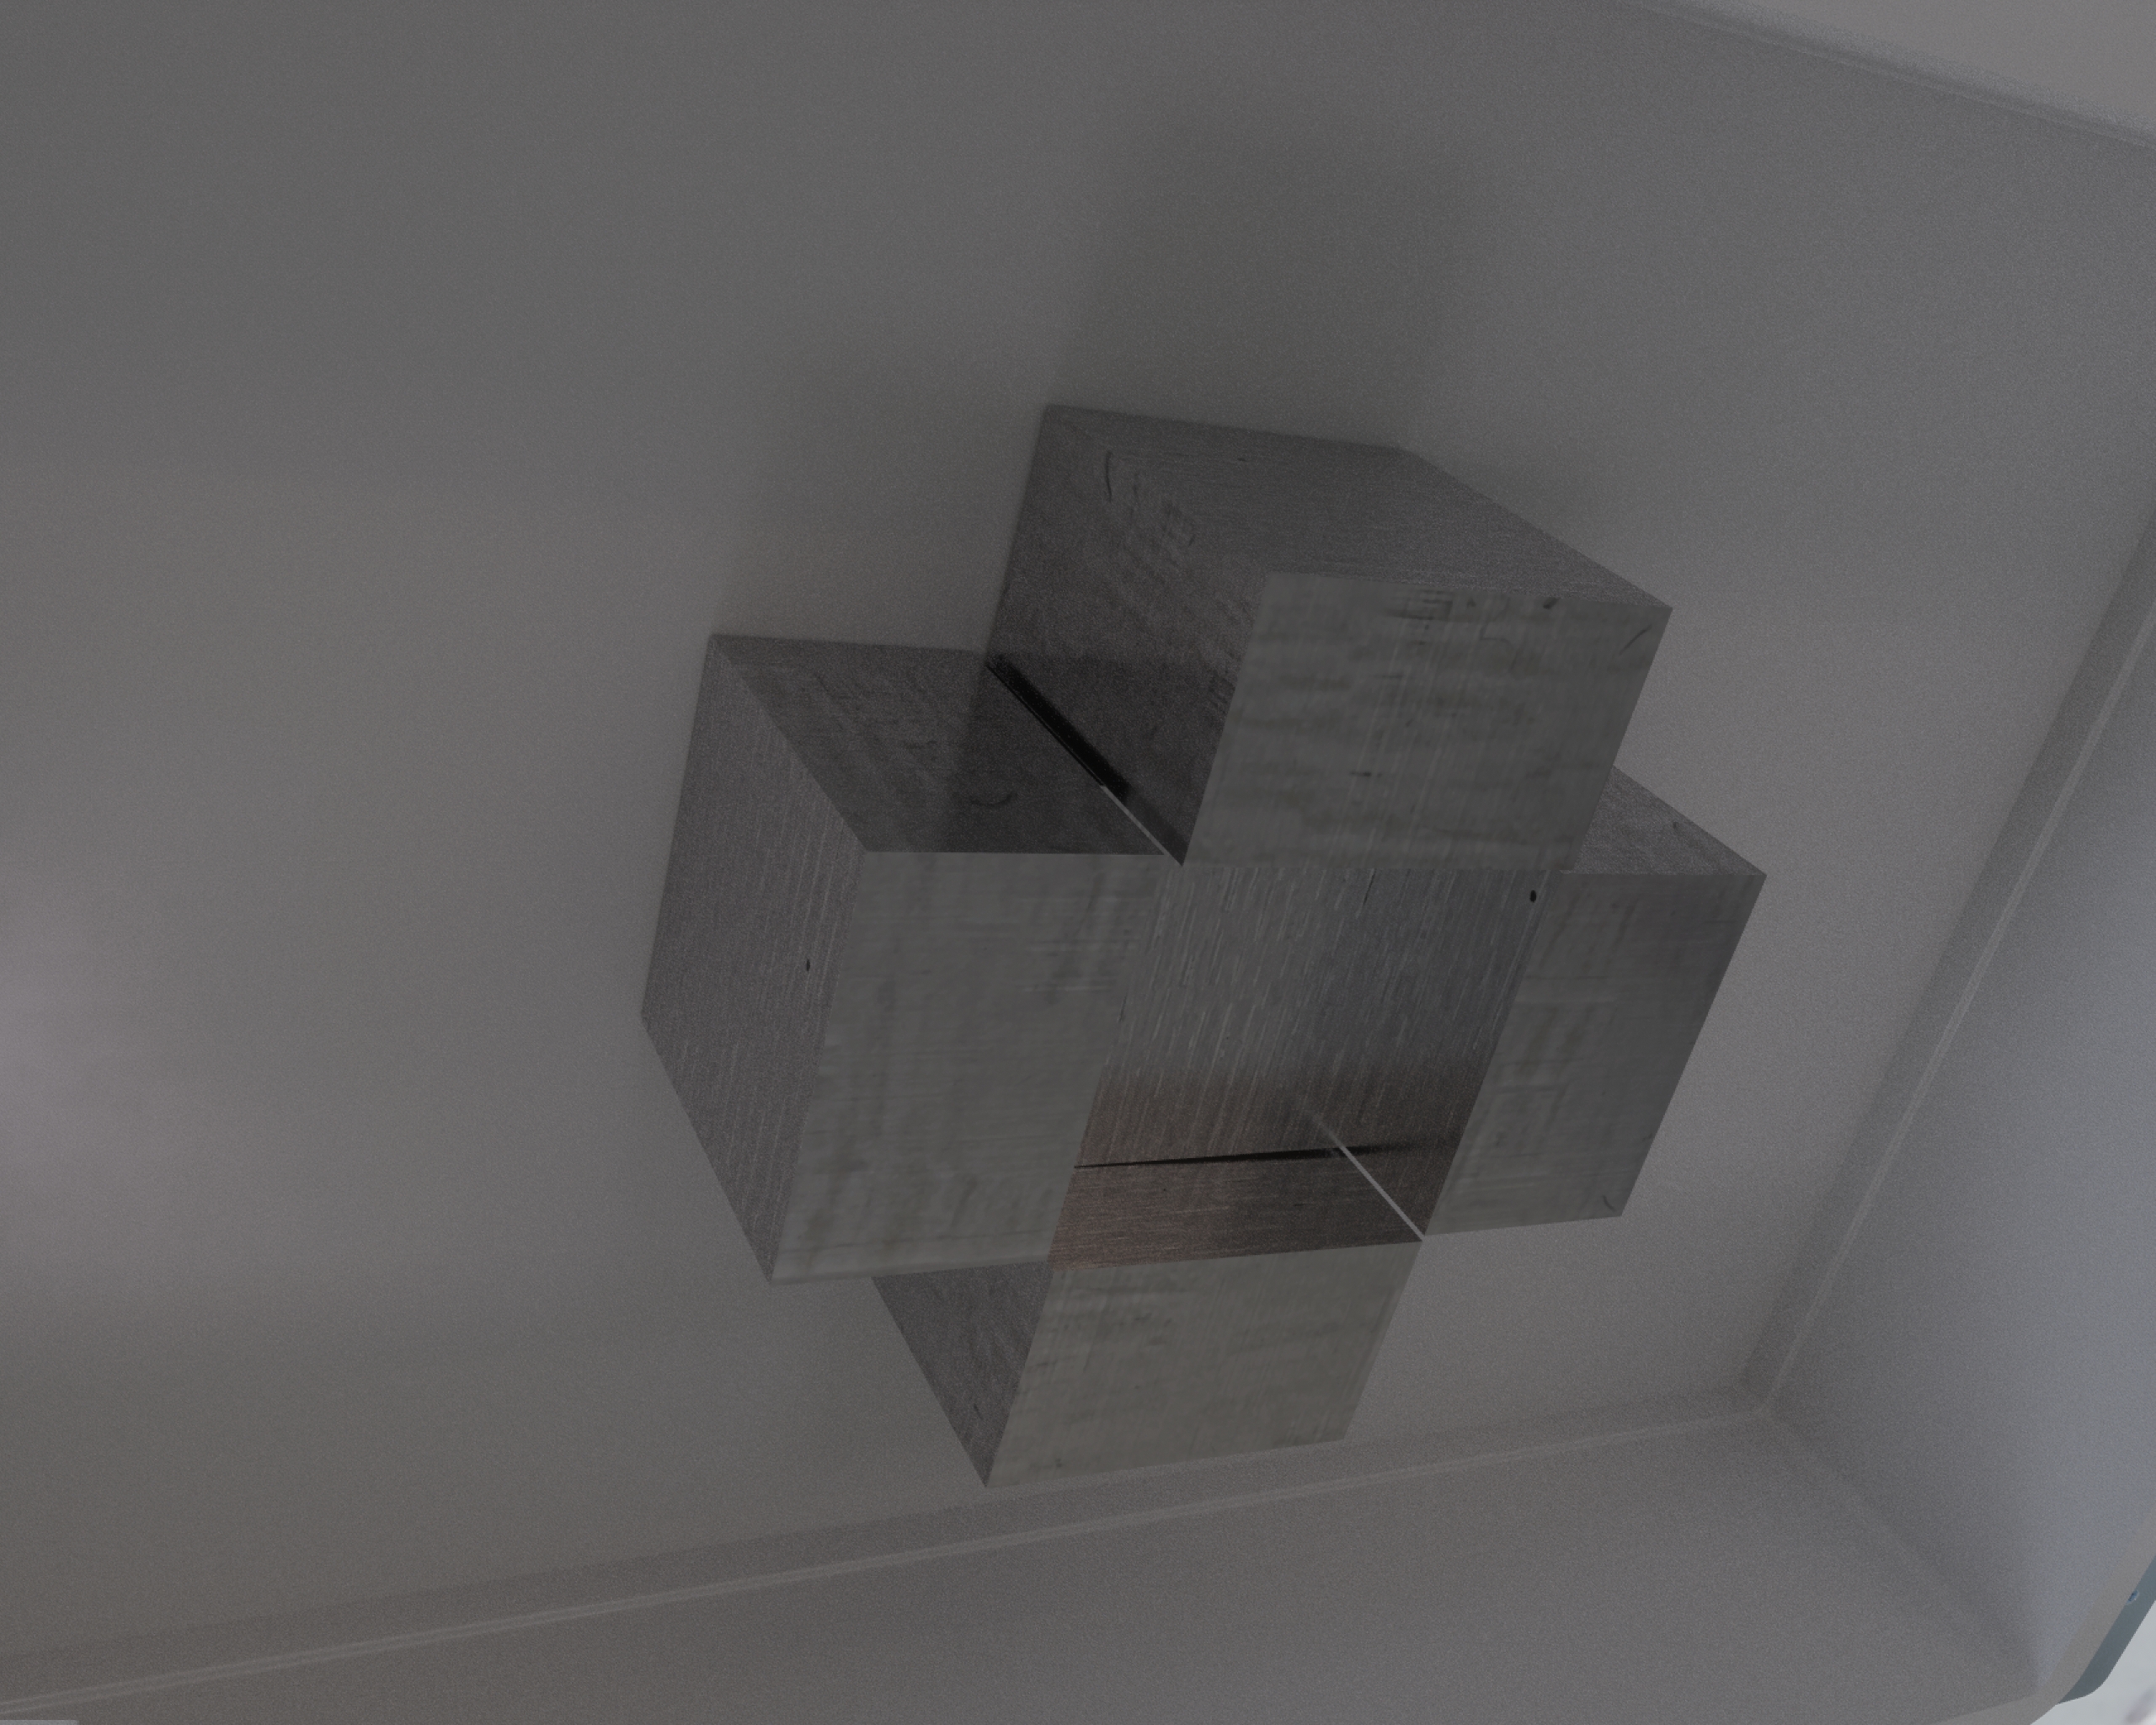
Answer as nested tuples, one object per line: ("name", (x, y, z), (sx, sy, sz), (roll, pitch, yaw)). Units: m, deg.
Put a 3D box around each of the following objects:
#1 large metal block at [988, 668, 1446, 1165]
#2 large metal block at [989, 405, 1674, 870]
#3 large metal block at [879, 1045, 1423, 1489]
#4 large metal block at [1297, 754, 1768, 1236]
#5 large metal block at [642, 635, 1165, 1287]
("large metal block", (0.019, 0.010, 0.406), (0.081, 0.050, 0.079), (1, 118, -29))
("large metal block", (0.041, -0.040, 0.368), (0.081, 0.080, 0.050), (1, 118, -29))
("large metal block", (0.008, 0.074, 0.421), (0.081, 0.080, 0.050), (2, 118, -29))
("large metal block", (0.081, 0.018, 0.427), (0.050, 0.080, 0.079), (1, 118, -29))
("large metal block", (-0.035, 0.014, 0.362), (0.050, 0.080, 0.079), (1, 118, -29))
